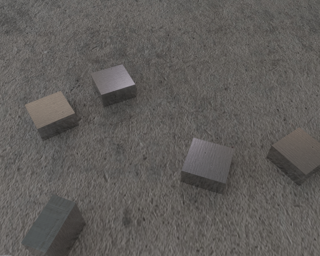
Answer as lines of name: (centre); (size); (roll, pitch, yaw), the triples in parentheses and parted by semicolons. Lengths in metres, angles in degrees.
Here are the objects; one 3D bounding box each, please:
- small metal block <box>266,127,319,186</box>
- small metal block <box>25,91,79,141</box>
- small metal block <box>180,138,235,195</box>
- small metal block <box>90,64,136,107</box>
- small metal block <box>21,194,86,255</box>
small metal block: (0.169, 0.034, 0.376); (0.050, 0.025, 0.050); (-28, 56, -22)
small metal block: (-0.145, -0.017, 0.416); (0.050, 0.025, 0.050); (-26, 55, -21)
small metal block: (0.056, 0.044, 0.366); (0.050, 0.025, 0.050); (15, 52, 12)
small metal block: (-0.068, -0.063, 0.455); (0.050, 0.025, 0.050); (-20, 53, -16)
small metal block: (-0.100, 0.101, 0.301); (0.025, 0.050, 0.050); (16, 52, 13)
